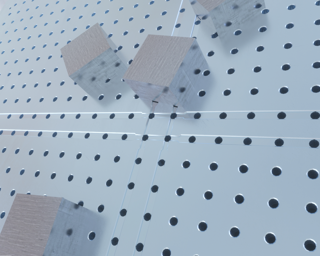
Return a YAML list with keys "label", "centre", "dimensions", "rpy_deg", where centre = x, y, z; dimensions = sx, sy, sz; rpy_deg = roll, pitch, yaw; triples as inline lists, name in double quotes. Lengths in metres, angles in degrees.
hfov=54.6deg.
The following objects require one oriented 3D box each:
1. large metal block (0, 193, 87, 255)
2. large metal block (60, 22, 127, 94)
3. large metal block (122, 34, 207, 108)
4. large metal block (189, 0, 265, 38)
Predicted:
- label: "large metal block"
  centre: [-0.150, 0.132, 0.392]
  dimensions: [0.080, 0.050, 0.080]
  rpy_deg: [-2, 61, 27]
- label: "large metal block"
  centre: [-0.114, -0.119, 0.527]
  dimensions: [0.080, 0.050, 0.080]
  rpy_deg: [-33, 51, 6]
- label: "large metal block"
  centre: [0.007, -0.083, 0.440]
  dimensions: [0.080, 0.050, 0.080]
  rpy_deg: [16, 70, 34]
- label: "large metal block"
  centre: [0.095, -0.196, 0.463]
  dimensions: [0.080, 0.050, 0.080]
  rpy_deg: [-34, 51, 6]
